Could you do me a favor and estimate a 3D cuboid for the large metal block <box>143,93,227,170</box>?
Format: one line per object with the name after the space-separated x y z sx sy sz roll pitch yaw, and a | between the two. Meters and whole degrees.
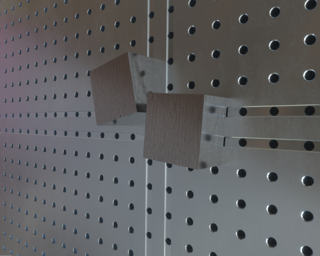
0.029 0.001 0.370 0.080 0.050 0.080 7 95 40 | large metal block

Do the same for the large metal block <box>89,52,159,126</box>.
-0.049 -0.051 0.435 0.080 0.050 0.080 -15 80 39 | large metal block
